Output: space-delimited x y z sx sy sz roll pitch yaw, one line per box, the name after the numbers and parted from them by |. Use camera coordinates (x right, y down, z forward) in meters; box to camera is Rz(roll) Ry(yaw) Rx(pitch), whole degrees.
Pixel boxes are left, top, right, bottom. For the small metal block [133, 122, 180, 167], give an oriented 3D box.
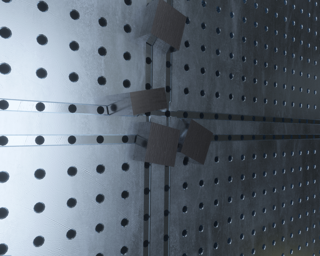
-0.004 0.022 0.405 0.050 0.025 0.050 16 80 -39 | small metal block

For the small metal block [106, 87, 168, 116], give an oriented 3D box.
-0.028 -0.031 0.369 0.050 0.050 0.025 -14 99 -39 | small metal block

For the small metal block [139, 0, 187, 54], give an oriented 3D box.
0.004 -0.134 0.411 0.050 0.025 0.050 21 77 -38 | small metal block

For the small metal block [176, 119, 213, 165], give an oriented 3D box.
0.045 0.020 0.446 0.050 0.025 0.050 31 71 -36 | small metal block
